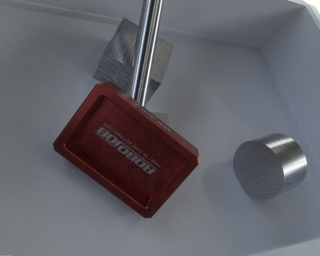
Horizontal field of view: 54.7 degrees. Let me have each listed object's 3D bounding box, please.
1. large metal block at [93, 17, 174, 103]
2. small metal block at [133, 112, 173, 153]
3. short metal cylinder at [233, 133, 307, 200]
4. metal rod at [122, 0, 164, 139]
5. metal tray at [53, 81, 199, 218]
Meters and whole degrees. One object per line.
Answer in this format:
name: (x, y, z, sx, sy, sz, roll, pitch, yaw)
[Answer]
large metal block: (-0.035, -0.093, 0.429, 0.080, 0.050, 0.080, 26, 52, -12)
small metal block: (-0.014, 0.007, 0.396, 0.050, 0.025, 0.050, 4, 60, -27)
short metal cylinder: (0.148, 0.051, 0.421, 0.050, 0.080, 0.080, -13, 69, -34)
metal rod: (-0.012, -0.133, 0.378, 0.025, 0.025, 0.299, 13, 81, -22)
metal tray: (-0.035, 0.023, 0.332, 0.130, 0.090, 0.030, 38, 13, -3)
